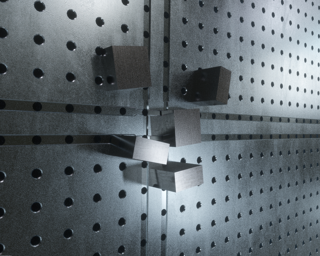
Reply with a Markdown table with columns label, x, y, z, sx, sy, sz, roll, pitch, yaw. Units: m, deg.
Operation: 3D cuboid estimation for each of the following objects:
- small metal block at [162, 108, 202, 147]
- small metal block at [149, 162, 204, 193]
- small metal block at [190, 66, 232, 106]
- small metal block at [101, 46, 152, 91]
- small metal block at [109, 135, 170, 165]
| label | x | y | z | sx | sy | sz | roll | pitch | yaw |
| --- | --- | --- | --- | --- | --- | --- | --- | --- | --- |
| small metal block | 0.031 | -0.001 | 0.437 | 0.050 | 0.025 | 0.050 | -6 | 94 | -40 |
| small metal block | 0.022 | 0.064 | 0.413 | 0.050 | 0.050 | 0.025 | -8 | 96 | -40 |
| small metal block | 0.075 | -0.061 | 0.458 | 0.025 | 0.050 | 0.050 | 15 | 80 | -40 |
| small metal block | -0.040 | -0.072 | 0.377 | 0.050 | 0.025 | 0.050 | -12 | 98 | -40 |
| small metal block | -0.025 | 0.026 | 0.374 | 0.050 | 0.050 | 0.025 | 16 | 80 | -39 |
